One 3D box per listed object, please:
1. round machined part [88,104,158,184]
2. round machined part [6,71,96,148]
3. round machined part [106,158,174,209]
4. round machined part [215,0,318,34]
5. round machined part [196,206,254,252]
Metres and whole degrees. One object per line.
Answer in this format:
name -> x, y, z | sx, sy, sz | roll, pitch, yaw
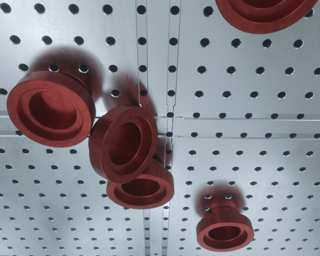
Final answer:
round machined part -> -0.050, 0.017, 0.391 | 0.042, 0.098, 0.098 | 19, 141, 36
round machined part -> -0.126, -0.026, 0.374 | 0.098, 0.042, 0.097 | 2, 128, 3
round machined part -> -0.028, 0.079, 0.462 | 0.099, 0.042, 0.097 | -1, 137, 0
round machined part -> 0.096, -0.140, 0.282 | 0.099, 0.042, 0.097 | 0, 130, 0
round machined part -> 0.113, 0.177, 0.551 | 0.099, 0.042, 0.097 | 0, 130, 0
